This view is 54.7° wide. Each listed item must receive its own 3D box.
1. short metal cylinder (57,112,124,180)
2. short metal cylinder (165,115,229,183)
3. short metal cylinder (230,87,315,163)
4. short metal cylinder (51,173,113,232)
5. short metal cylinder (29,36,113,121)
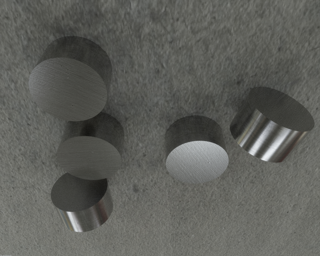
[{"bbox_3d":[-0.089,0.024,0.410,0.081,0.050,0.079,0,130,0],"label":"short metal cylinder"},{"bbox_3d":[0.048,0.030,0.417,0.081,0.050,0.079,0,130,0],"label":"short metal cylinder"},{"bbox_3d":[0.131,-0.005,0.369,0.081,0.080,0.050,13,129,-12],"label":"short metal cylinder"},{"bbox_3d":[-0.114,0.105,0.459,0.080,0.080,0.050,-3,130,2],"label":"short metal cylinder"},{"bbox_3d":[-0.096,-0.054,0.343,0.081,0.050,0.079,0,130,0],"label":"short metal cylinder"}]
